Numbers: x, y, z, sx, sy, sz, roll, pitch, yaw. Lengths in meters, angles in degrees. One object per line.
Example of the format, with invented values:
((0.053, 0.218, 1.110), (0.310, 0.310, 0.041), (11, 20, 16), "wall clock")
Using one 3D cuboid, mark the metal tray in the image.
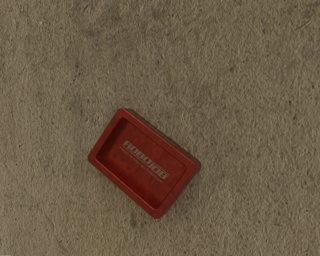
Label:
((-0.023, 0.045, 0.415), (0.130, 0.030, 0.090), (38, 102, 15), "metal tray")
